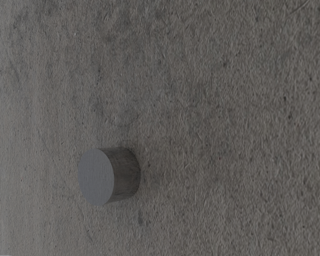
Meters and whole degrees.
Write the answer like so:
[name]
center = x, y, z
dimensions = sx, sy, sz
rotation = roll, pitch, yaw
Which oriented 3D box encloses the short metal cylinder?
[short metal cylinder]
center = -0.075, 0.068, 0.452
dimensions = 0.080, 0.050, 0.080
rotation = 0, 90, 40
